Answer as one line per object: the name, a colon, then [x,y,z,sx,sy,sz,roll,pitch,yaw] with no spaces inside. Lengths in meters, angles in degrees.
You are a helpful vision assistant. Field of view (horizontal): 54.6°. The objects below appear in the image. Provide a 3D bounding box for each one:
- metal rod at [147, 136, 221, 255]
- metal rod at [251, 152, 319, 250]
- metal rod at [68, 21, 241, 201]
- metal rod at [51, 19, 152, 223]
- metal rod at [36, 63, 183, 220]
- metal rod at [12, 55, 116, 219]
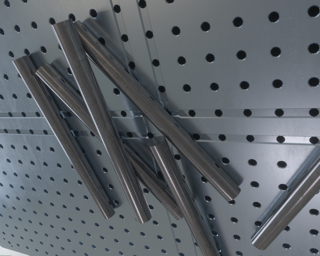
metal rod: [0.054,0.142,0.460,0.025,0.025,0.299,-10,117,32]
metal rod: [0.179,0.048,0.346,0.025,0.025,0.298,27,128,11]
metal rod: [-0.006,-0.019,0.402,0.300,0.025,0.025,46,129,-4]
metal rod: [-0.070,0.007,0.418,0.025,0.025,0.299,-5,116,31]
metal rod: [-0.068,0.023,0.461,0.300,0.025,0.025,47,129,-5]
metal rod: [-0.148,0.026,0.506,0.025,0.025,0.299,-11,113,33]
